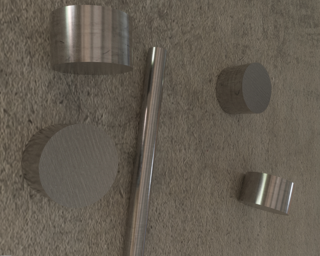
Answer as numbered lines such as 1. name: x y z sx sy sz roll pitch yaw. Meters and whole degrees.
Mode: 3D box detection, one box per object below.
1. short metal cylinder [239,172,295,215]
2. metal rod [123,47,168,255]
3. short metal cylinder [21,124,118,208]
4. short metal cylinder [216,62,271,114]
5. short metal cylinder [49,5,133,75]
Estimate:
1. short metal cylinder: 0.178 0.110 0.518 0.080 0.080 0.050 29 72 -36
2. metal rod: -0.020 0.047 0.387 0.025 0.025 0.298 11 83 -40
3. short metal cylinder: -0.090 0.035 0.313 0.081 0.050 0.080 0 90 -40
4. short metal cylinder: 0.136 -0.062 0.502 0.081 0.050 0.080 0 90 -40
5. short metal cylinder: -0.068 -0.084 0.312 0.081 0.080 0.050 -2 92 -40
